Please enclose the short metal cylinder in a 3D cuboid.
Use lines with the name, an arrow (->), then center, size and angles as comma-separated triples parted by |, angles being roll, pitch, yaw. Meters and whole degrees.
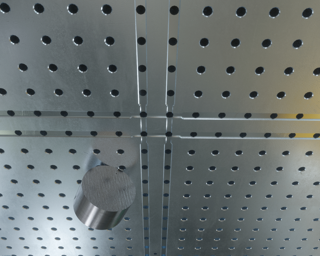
short metal cylinder -> -0.083, 0.103, 0.462 | 0.081, 0.080, 0.050 | 18, 128, -15
